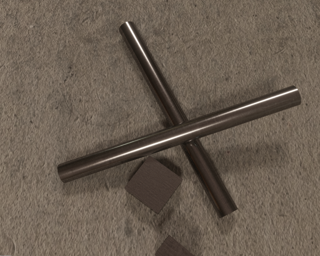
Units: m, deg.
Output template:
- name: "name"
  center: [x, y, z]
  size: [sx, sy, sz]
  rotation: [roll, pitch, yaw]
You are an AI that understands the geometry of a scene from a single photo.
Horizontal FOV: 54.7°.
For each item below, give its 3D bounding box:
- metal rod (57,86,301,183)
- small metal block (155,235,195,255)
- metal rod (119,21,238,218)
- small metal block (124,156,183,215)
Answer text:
- name: "metal rod"
  center: [0.021, 0.009, 0.379]
  size: [0.301, 0.025, 0.025]
  rotation: [-19, 71, 3]
- name: "small metal block"
  center: [0.022, 0.145, 0.342]
  size: [0.050, 0.050, 0.025]
  rotation: [37, 74, 12]
- name: "metal rod"
  center: [0.016, -0.024, 0.416]
  size: [0.025, 0.025, 0.299]
  rotation: [-25, 72, -9]
- name: "small metal block"
  center: [-0.008, 0.071, 0.382]
  size: [0.050, 0.025, 0.050]
  rotation: [35, 73, 11]
